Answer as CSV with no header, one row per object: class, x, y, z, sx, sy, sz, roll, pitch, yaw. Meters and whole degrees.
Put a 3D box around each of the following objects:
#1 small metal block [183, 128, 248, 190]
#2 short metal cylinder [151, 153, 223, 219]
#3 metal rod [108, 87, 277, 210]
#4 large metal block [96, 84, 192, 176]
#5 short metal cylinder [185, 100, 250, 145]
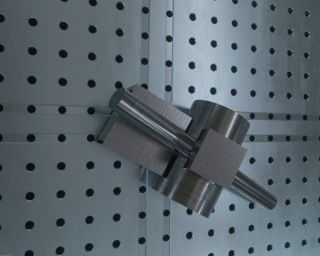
small metal block,0.062,0.035,0.348,0.050,0.025,0.050,29,80,-9
short metal cylinder,0.036,0.073,0.393,0.080,0.080,0.050,31,80,-18
metal rod,0.061,0.041,0.390,0.301,0.025,0.025,34,79,-33
large metal block,-0.021,0.003,0.386,0.080,0.050,0.080,31,80,-18
short metal cylinder,0.070,0.004,0.406,0.080,0.080,0.050,29,81,-18
